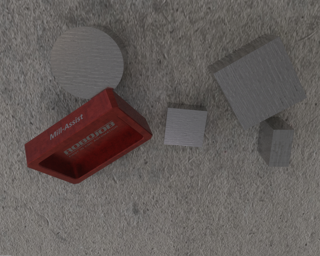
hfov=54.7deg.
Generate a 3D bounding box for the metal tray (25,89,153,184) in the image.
[{"bbox_3d":[-0.086,0.016,0.385,0.130,0.030,0.090,-32,146,11],"label":"metal tray"}]

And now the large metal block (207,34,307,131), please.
[{"bbox_3d":[0.115,-0.057,0.377,0.080,0.050,0.080,-29,108,10],"label":"large metal block"}]

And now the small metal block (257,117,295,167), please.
[{"bbox_3d":[0.149,0.017,0.404,0.025,0.050,0.050,0,110,0],"label":"small metal block"}]

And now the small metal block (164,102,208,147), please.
[{"bbox_3d":[0.033,-0.004,0.408,0.050,0.025,0.050,5,110,-2],"label":"small metal block"}]

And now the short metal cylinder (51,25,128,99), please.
[{"bbox_3d":[-0.081,-0.079,0.366,0.081,0.050,0.079,0,110,0],"label":"short metal cylinder"}]
